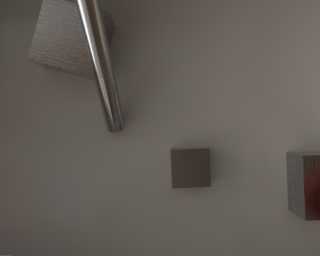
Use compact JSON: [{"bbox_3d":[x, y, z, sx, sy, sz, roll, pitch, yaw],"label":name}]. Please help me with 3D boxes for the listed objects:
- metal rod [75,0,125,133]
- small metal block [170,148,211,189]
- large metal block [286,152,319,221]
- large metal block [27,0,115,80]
[{"bbox_3d":[-0.075,-0.123,0.330,0.025,0.025,0.298,-8,124,0],"label":"metal rod"},{"bbox_3d":[0.040,0.052,0.412,0.050,0.025,0.050,-3,90,-1],"label":"small metal block"},{"bbox_3d":[0.216,0.072,0.402,0.081,0.050,0.079,-2,90,-1],"label":"large metal block"},{"bbox_3d":[-0.110,-0.111,0.397,0.080,0.050,0.080,15,90,-1],"label":"large metal block"}]
